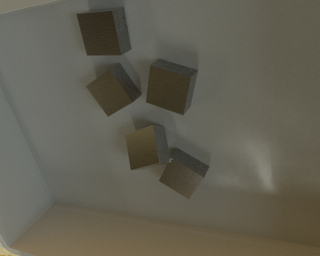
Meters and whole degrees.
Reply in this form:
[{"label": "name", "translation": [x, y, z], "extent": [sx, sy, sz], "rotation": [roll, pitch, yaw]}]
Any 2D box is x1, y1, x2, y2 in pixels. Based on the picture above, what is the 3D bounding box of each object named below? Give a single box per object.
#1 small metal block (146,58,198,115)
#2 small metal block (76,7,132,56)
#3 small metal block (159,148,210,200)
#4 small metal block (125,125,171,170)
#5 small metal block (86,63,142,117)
[{"label": "small metal block", "translation": [0.014, -0.049, 0.371], "extent": [0.050, 0.025, 0.050], "rotation": [20, 126, 16]}, {"label": "small metal block", "translation": [-0.066, -0.115, 0.372], "extent": [0.050, 0.025, 0.050], "rotation": [6, 121, 25]}, {"label": "small metal block", "translation": [0.033, 0.064, 0.431], "extent": [0.050, 0.025, 0.050], "rotation": [30, 128, 8]}, {"label": "small metal block", "translation": [-0.017, 0.027, 0.419], "extent": [0.050, 0.025, 0.050], "rotation": [-19, 75, 35]}, {"label": "small metal block", "translation": [-0.061, -0.050, 0.410], "extent": [0.050, 0.025, 0.050], "rotation": [-26, 105, 37]}]
